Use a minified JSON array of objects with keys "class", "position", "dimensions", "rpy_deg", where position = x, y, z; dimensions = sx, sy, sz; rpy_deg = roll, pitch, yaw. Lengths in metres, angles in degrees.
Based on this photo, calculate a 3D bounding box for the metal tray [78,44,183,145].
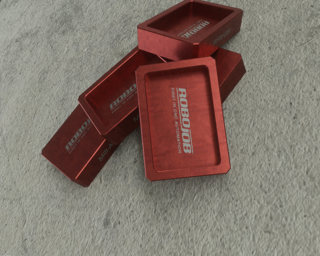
[{"class":"metal tray","position":[-0.038,-0.051,0.413],"dimensions":[0.130,0.030,0.090],"rpy_deg":[-41,51,-1]}]

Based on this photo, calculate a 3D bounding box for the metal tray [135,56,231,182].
[{"class":"metal tray","position":[0.025,-0.009,0.350],"dimensions":[0.090,0.030,0.129],"rpy_deg":[-7,82,5]}]

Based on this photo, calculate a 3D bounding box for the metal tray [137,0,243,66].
[{"class":"metal tray","position":[0.043,-0.134,0.417],"dimensions":[0.090,0.030,0.131],"rpy_deg":[25,47,26]}]

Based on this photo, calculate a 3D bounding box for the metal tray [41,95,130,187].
[{"class":"metal tray","position":[-0.100,0.008,0.447],"dimensions":[0.090,0.030,0.130],"rpy_deg":[27,76,37]}]

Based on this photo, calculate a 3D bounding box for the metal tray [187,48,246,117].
[{"class":"metal tray","position":[0.038,-0.075,0.427],"dimensions":[0.130,0.030,0.090],"rpy_deg":[30,78,37]}]
